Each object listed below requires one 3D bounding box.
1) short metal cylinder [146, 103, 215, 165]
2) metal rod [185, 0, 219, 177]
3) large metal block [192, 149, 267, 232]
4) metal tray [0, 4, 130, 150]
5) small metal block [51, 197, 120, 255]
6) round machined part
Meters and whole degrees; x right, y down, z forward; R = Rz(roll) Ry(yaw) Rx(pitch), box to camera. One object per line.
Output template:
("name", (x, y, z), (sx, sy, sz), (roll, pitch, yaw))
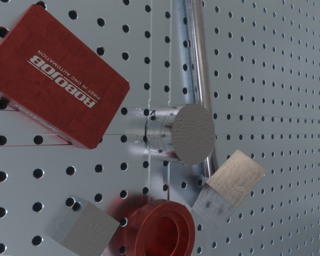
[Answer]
("short metal cylinder", (0.028, 0.008, 0.417), (0.081, 0.050, 0.079), (0, 90, -40))
("metal rod", (0.061, -0.075, 0.460), (0.025, 0.025, 0.298), (-12, 98, -40))
("large metal block", (0.099, 0.091, 0.450), (0.080, 0.050, 0.079), (-37, 156, -34))
("metal tray", (-0.103, -0.047, 0.320), (0.130, 0.030, 0.090), (40, 66, -33))
("small metal block", (-0.081, 0.113, 0.342), (0.050, 0.025, 0.050), (47, 62, -30))
("round machined part", (-0.004, 0.140, 0.396), (0.099, 0.042, 0.097), (0, 90, -40))
